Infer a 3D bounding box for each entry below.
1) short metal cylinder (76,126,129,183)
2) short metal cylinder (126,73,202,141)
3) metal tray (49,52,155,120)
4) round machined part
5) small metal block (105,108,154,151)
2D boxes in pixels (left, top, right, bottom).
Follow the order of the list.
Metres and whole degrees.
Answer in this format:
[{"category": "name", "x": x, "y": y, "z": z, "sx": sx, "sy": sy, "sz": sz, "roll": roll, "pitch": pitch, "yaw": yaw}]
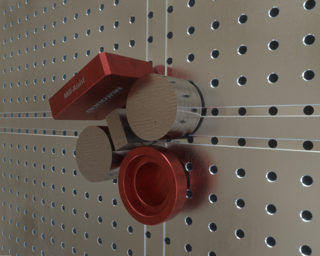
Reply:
[{"category": "short metal cylinder", "x": -0.078, "y": 0.036, "z": 0.452, "sx": 0.080, "sy": 0.050, "sz": 0.079, "roll": 0, "pitch": 90, "yaw": 40}, {"category": "short metal cylinder", "x": 0.004, "y": -0.025, "z": 0.385, "sx": 0.080, "sy": 0.050, "sz": 0.079, "roll": 0, "pitch": 90, "yaw": 40}, {"category": "metal tray", "x": -0.080, "y": -0.051, "z": 0.427, "sx": 0.130, "sy": 0.091, "sz": 0.030, "roll": -30, "pitch": 72, "yaw": 36}, {"category": "round machined part", "x": -0.005, "y": 0.071, "z": 0.397, "sx": 0.098, "sy": 0.042, "sz": 0.097, "roll": 0, "pitch": 90, "yaw": 40}, {"category": "small metal block", "x": -0.041, "y": 0.002, "z": 0.421, "sx": 0.025, "sy": 0.050, "sz": 0.050, "roll": -32, "pitch": 71, "yaw": 36}]
